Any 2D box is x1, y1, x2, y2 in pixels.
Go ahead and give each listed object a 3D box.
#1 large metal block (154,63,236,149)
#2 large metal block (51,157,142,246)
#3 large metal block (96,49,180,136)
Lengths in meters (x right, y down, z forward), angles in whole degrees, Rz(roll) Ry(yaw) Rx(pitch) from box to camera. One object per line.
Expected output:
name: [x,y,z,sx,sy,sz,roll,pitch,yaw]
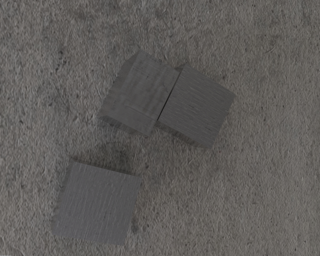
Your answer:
large metal block: [0.040,-0.027,0.410,0.080,0.050,0.080,29,81,-18]
large metal block: [-0.076,0.085,0.368,0.081,0.050,0.080,17,84,-19]
large metal block: [-0.030,-0.038,0.369,0.050,0.080,0.080,28,81,-18]
